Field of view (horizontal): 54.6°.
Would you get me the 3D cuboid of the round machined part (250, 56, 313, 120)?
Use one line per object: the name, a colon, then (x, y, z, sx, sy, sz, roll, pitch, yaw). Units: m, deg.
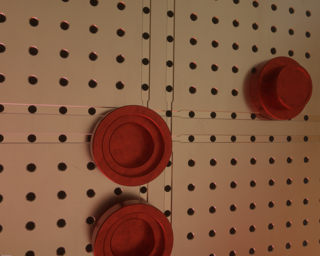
round machined part: (0.191, -0.061, 0.473, 0.099, 0.042, 0.097, 0, 90, -20)

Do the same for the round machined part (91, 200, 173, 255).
round machined part: (-0.036, 0.139, 0.390, 0.099, 0.042, 0.097, 0, 90, -20)

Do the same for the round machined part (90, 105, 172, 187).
round machined part: (-0.038, 0.021, 0.389, 0.099, 0.042, 0.097, 0, 90, -20)
